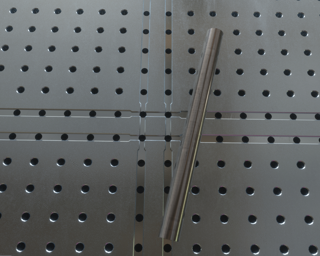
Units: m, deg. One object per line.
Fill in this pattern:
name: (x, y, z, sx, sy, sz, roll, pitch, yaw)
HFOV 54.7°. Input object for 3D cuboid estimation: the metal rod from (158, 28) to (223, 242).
metal rod: (0.046, -0.005, 0.414, 0.025, 0.025, 0.299, 13, 70, 4)
